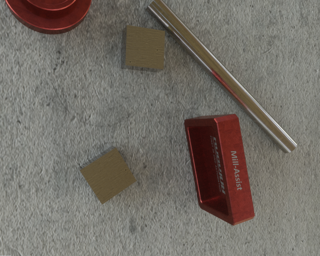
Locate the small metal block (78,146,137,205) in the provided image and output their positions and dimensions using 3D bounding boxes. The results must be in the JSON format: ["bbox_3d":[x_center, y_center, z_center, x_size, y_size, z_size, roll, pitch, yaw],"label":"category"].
[{"bbox_3d":[-0.066,0.058,0.386,0.050,0.025,0.050,-33,101,-17],"label":"small metal block"}]

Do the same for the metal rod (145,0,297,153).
[{"bbox_3d":[0.096,-0.067,0.445,0.300,0.025,0.025,42,77,-16],"label":"metal rod"}]

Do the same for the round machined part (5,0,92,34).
[{"bbox_3d":[-0.127,-0.161,0.353,0.099,0.042,0.097,0,90,-21],"label":"round machined part"}]

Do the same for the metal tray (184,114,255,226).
[{"bbox_3d":[0.074,0.049,0.403,0.030,0.090,0.129,-12,94,-20],"label":"metal tray"}]

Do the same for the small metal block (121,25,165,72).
[{"bbox_3d":[-0.022,-0.101,0.401,0.050,0.025,0.050,2,89,-21],"label":"small metal block"}]
